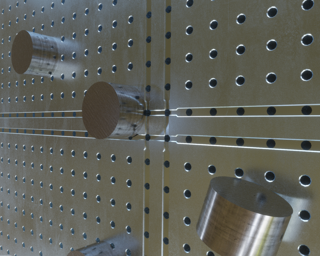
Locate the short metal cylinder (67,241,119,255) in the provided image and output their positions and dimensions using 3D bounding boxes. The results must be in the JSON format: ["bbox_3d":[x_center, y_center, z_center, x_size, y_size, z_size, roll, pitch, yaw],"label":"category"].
[{"bbox_3d":[-0.103,0.221,0.476,0.080,0.050,0.079,0,90,39],"label":"short metal cylinder"}]

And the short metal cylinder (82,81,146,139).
[{"bbox_3d":[-0.067,-0.024,0.446,0.080,0.050,0.079,0,90,39],"label":"short metal cylinder"}]

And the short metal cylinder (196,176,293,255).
[{"bbox_3d":[0.081,0.088,0.305,0.080,0.081,0.050,24,105,37],"label":"short metal cylinder"}]

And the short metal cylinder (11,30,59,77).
[{"bbox_3d":[-0.237,-0.138,0.585,0.080,0.050,0.079,0,90,39],"label":"short metal cylinder"}]
